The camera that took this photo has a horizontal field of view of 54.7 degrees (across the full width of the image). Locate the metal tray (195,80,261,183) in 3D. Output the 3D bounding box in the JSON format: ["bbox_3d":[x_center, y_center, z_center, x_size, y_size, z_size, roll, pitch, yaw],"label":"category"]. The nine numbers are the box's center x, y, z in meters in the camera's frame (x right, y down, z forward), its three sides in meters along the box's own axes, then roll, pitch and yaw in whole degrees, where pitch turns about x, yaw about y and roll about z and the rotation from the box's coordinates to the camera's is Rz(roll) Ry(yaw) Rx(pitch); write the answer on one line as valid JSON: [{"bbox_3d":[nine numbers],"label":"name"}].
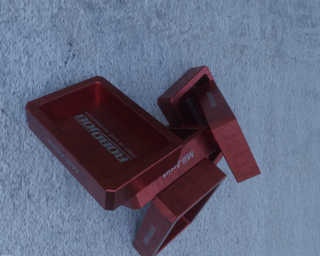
[{"bbox_3d":[0.085,-0.001,0.407,0.090,0.030,0.130,59,12,-24],"label":"metal tray"}]

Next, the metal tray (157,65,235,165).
[{"bbox_3d":[0.061,-0.014,0.456,0.090,0.030,0.130,-46,118,-30],"label":"metal tray"}]

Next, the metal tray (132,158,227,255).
[{"bbox_3d":[0.020,0.100,0.368,0.091,0.030,0.129,-31,154,-35],"label":"metal tray"}]

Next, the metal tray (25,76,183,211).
[{"bbox_3d":[-0.055,0.006,0.300,0.091,0.130,0.030,-31,148,-36],"label":"metal tray"}]

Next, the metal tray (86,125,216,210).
[{"bbox_3d":[-0.009,0.037,0.358,0.131,0.090,0.030,-31,110,-36],"label":"metal tray"}]
